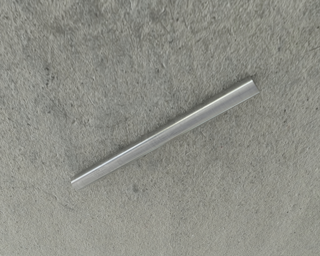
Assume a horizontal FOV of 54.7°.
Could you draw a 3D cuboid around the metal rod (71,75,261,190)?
[{"bbox_3d":[-0.008,0.016,0.423,0.300,0.025,0.025,-30,124,22],"label":"metal rod"}]
